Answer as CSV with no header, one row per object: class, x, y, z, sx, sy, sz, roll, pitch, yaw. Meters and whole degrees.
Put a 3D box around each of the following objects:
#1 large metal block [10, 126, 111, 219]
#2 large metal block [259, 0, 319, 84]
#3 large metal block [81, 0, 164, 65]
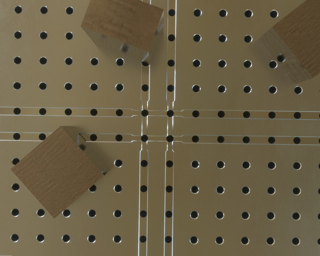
large metal block,-0.124,0.053,0.400,0.080,0.050,0.080,-41,90,0
large metal block,0.193,-0.117,0.402,0.080,0.050,0.080,-38,90,0
large metal block,-0.042,-0.123,0.386,0.080,0.080,0.050,20,90,0
